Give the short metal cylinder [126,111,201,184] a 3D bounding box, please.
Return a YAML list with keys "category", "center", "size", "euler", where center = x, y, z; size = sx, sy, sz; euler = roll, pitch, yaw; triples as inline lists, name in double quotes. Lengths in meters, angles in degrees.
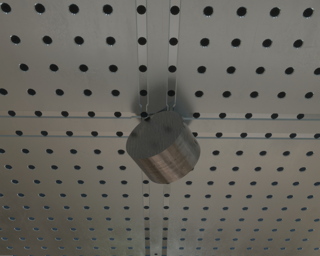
- category: "short metal cylinder"
  center: [0.004, 0.024, 0.394]
  size: [0.080, 0.080, 0.050]
  euler: [-22, 126, 18]
